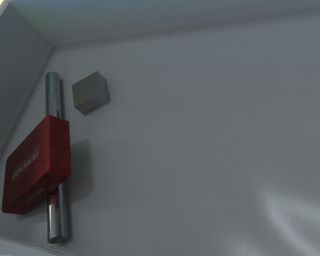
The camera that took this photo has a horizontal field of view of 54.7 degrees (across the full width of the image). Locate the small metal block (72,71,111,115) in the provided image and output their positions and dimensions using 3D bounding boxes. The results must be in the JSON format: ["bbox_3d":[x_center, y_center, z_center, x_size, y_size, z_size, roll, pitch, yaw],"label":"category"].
[{"bbox_3d":[-0.111,-0.056,0.496,0.050,0.025,0.050,-26,53,11],"label":"small metal block"}]

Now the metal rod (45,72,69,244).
[{"bbox_3d":[-0.160,0.023,0.473,0.025,0.025,0.299,-25,53,12],"label":"metal rod"}]

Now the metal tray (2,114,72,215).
[{"bbox_3d":[-0.173,0.053,0.429,0.130,0.030,0.090,-38,49,29],"label":"metal tray"}]
